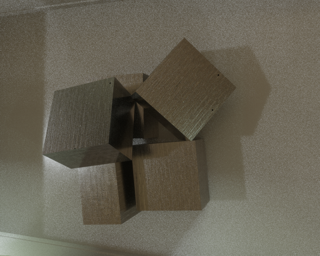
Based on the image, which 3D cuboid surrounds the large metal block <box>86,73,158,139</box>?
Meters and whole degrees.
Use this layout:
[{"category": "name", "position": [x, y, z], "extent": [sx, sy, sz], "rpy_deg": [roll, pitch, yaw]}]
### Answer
[{"category": "large metal block", "position": [-0.050, -0.027, 0.412], "extent": [0.080, 0.050, 0.079], "rpy_deg": [-1, 90, 19]}]

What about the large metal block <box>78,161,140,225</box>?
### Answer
[{"category": "large metal block", "position": [-0.058, 0.073, 0.399], "extent": [0.050, 0.080, 0.080], "rpy_deg": [-7, 88, 19]}]

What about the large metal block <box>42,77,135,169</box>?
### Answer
[{"category": "large metal block", "position": [-0.078, -0.004, 0.353], "extent": [0.080, 0.050, 0.080], "rpy_deg": [-10, 61, 19]}]

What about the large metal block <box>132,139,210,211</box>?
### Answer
[{"category": "large metal block", "position": [0.014, 0.057, 0.388], "extent": [0.080, 0.050, 0.080], "rpy_deg": [-6, 88, 19]}]

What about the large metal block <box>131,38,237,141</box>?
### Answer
[{"category": "large metal block", "position": [0.025, -0.042, 0.359], "extent": [0.080, 0.050, 0.080], "rpy_deg": [42, 82, -9]}]
